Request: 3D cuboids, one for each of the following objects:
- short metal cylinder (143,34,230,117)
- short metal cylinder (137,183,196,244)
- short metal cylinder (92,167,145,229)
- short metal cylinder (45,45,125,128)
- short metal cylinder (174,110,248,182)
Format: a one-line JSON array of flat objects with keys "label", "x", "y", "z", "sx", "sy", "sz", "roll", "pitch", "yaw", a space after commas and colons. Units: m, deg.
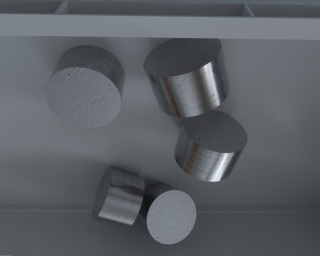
[{"label": "short metal cylinder", "x": 0.029, "y": -0.056, "z": 0.325, "sx": 0.080, "sy": 0.080, "sz": 0.050, "roll": -13, "pitch": 129, "yaw": 11}, {"label": "short metal cylinder", "x": 0.008, "y": 0.130, "z": 0.476, "sx": 0.081, "sy": 0.050, "sz": 0.079, "roll": -1, "pitch": 92, "yaw": -24}, {"label": "short metal cylinder", "x": -0.063, "y": 0.104, "z": 0.461, "sx": 0.050, "sy": 0.080, "sz": 0.080, "roll": 21, "pitch": 127, "yaw": -17}, {"label": "short metal cylinder", "x": -0.082, "y": -0.046, "z": 0.352, "sx": 0.081, "sy": 0.050, "sz": 0.079, "roll": 0, "pitch": 130, "yaw": 0}, {"label": "short metal cylinder", "x": 0.062, "y": 0.020, "z": 0.391, "sx": 0.081, "sy": 0.080, "sz": 0.050, "roll": 8, "pitch": 130, "yaw": -7}]
